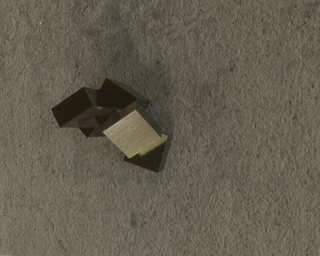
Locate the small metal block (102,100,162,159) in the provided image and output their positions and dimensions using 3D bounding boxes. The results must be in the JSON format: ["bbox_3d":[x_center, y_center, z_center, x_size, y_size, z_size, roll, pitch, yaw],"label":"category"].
[{"bbox_3d":[-0.033,0.002,0.381,0.050,0.025,0.050,-33,117,17],"label":"small metal block"}]

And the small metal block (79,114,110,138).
[{"bbox_3d":[-0.095,-0.014,0.429,0.025,0.050,0.050,-47,76,14],"label":"small metal block"}]

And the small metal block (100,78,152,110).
[{"bbox_3d":[-0.046,-0.040,0.412,0.050,0.050,0.025,34,101,16],"label":"small metal block"}]

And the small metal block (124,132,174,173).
[{"bbox_3d":[-0.015,0.027,0.415,0.050,0.025,0.050,17,96,18],"label":"small metal block"}]

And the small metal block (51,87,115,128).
[{"bbox_3d":[-0.092,-0.023,0.375,0.050,0.050,0.025,-31,80,17],"label":"small metal block"}]
